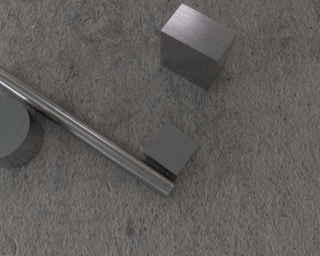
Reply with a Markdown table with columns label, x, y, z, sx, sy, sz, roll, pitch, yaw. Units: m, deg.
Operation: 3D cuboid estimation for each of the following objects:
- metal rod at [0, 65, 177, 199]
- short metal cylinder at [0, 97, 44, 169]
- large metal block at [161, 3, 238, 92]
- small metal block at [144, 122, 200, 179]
| label | x | y | z | sx | sy | sz | roll | pitch | yaw |
| --- | --- | --- | --- | --- | --- | --- | --- | --- | --- |
| metal rod | -0.110 | -0.002 | 0.407 | 0.301 | 0.025 | 0.025 | 32 | 73 | 11 |
| short metal cylinder | -0.195 | 0.007 | 0.391 | 0.081 | 0.050 | 0.080 | 0 | 70 | 0 |
| large metal block | 0.048 | -0.105 | 0.418 | 0.080 | 0.080 | 0.050 | 32 | 73 | 11 |
| small metal block | 0.015 | 0.029 | 0.398 | 0.050 | 0.025 | 0.050 | 35 | 74 | 11 |
